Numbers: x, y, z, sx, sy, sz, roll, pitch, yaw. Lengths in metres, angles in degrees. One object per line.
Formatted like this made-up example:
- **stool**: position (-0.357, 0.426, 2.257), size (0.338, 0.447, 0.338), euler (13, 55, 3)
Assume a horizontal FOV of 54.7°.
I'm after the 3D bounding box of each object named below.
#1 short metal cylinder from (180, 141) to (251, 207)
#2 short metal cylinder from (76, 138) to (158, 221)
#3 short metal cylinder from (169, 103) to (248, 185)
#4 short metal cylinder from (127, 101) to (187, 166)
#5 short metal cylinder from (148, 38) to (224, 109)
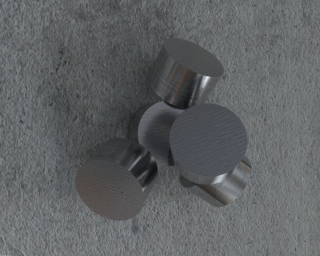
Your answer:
- **short metal cylinder**: position (0.071, 0.056, 0.407), size (0.050, 0.080, 0.080), euler (37, 78, -17)
- **short metal cylinder**: position (-0.048, 0.058, 0.357), size (0.080, 0.050, 0.079), euler (7, 117, 15)
- **short metal cylinder**: position (0.052, 0.019, 0.345), size (0.080, 0.050, 0.080), euler (-1, 70, 3)
- **short metal cylinder**: position (0.003, 0.006, 0.398), size (0.081, 0.050, 0.080), euler (0, 90, -21)
- **short metal cylinder**: position (0.031, -0.068, 0.386), size (0.081, 0.080, 0.050), euler (14, 129, -20)
